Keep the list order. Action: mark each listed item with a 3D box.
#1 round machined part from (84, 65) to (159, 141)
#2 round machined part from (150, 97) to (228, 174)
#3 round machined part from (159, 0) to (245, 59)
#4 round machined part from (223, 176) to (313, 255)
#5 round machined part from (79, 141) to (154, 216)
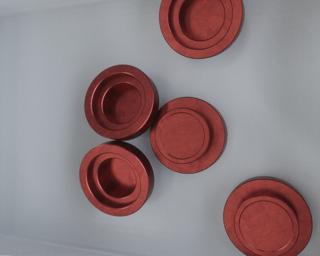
[{"bbox_3d":[-0.047,-0.031,0.412,0.098,0.042,0.097,-3,80,19],"label":"round machined part"},{"bbox_3d":[0.033,0.009,0.389,0.098,0.042,0.097,0,90,19],"label":"round machined part"},{"bbox_3d":[0.052,-0.134,0.375,0.098,0.042,0.097,5,106,19],"label":"round machined part"},{"bbox_3d":[0.122,0.108,0.358,0.098,0.042,0.097,0,90,19],"label":"round machined part"},{"bbox_3d":[-0.054,0.063,0.413,0.098,0.042,0.097,4,103,18],"label":"round machined part"}]
